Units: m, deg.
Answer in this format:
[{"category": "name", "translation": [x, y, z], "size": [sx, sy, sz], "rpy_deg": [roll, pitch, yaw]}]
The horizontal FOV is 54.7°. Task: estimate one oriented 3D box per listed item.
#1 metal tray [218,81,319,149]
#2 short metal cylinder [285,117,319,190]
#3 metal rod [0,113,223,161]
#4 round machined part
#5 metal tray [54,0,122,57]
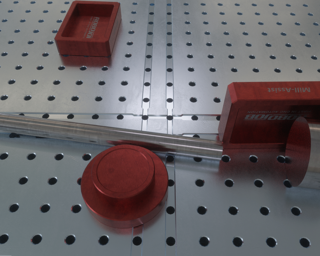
[{"category": "metal tray", "translation": [0.143, -0.014, 0.377], "size": [0.131, 0.089, 0.030], "rpy_deg": [-1, 50, -1]}, {"category": "short metal cylinder", "translation": [0.180, 0.029, 0.349], "size": [0.050, 0.080, 0.080], "rpy_deg": [7, 50, 5]}, {"category": "metal rod", "translation": [-0.073, 0.010, 0.398], "size": [0.302, 0.025, 0.025], "rpy_deg": [7, 51, 6]}, {"category": "round machined part", "translation": [-0.040, 0.057, 0.348], "size": [0.099, 0.042, 0.098], "rpy_deg": [0, 50, 0]}, {"category": "metal tray", "translation": [-0.124, -0.181, 0.555], "size": [0.091, 0.030, 0.130], "rpy_deg": [3, 50, 2]}]
